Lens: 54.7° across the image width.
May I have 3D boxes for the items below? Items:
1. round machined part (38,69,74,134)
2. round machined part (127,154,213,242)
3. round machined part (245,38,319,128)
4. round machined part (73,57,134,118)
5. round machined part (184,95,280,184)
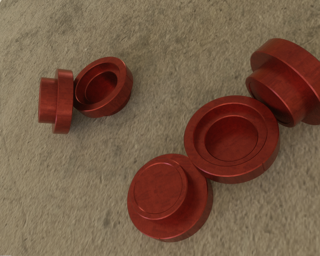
[{"bbox_3d":[-0.158,-0.040,0.463,0.098,0.042,0.097,-176,90,-67],"label":"round machined part"},{"bbox_3d":[0.006,0.073,0.344,0.098,0.042,0.098,-13,56,20],"label":"round machined part"},{"bbox_3d":[0.126,-0.039,0.314,0.042,0.098,0.098,-41,51,0],"label":"round machined part"},{"bbox_3d":[-0.083,-0.057,0.470,0.098,0.042,0.098,-13,56,20],"label":"round machined part"},{"bbox_3d":[0.079,0.016,0.338,0.098,0.042,0.098,-12,55,17],"label":"round machined part"}]
